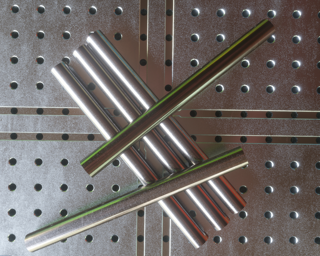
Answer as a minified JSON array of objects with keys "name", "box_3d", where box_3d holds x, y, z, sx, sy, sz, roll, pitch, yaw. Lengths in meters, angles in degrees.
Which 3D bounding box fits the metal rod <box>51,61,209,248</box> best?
[{"name":"metal rod","box_3d":[-0.040,0.036,0.413,0.025,0.025,0.300,-39,91,0]}]

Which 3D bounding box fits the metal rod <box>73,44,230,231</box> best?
[{"name":"metal rod","box_3d":[-0.011,0.013,0.413,0.025,0.025,0.300,-39,91,0]}]

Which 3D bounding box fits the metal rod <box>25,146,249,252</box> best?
[{"name":"metal rod","box_3d":[-0.035,0.093,0.392,0.301,0.025,0.025,-24,90,8]}]

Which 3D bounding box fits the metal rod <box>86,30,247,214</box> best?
[{"name":"metal rod","box_3d":[0.009,-0.008,0.413,0.025,0.025,0.300,-40,91,0]}]

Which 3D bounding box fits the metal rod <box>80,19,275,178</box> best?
[{"name":"metal rod","box_3d":[0.028,-0.043,0.393,0.301,0.025,0.025,-38,90,-8]}]
